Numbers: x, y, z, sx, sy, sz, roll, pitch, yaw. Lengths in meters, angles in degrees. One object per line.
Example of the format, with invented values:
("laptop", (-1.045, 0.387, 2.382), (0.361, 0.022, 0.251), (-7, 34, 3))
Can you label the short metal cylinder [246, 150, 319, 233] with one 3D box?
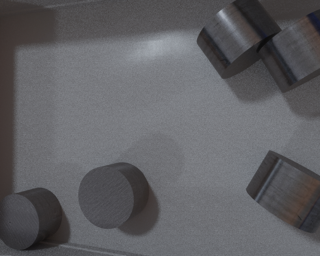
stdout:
("short metal cylinder", (0.141, 0.066, 0.331), (0.080, 0.080, 0.050), (31, 100, 17))

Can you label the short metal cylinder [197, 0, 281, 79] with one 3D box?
("short metal cylinder", (0.089, -0.100, 0.350), (0.080, 0.080, 0.050), (-36, 79, 16))

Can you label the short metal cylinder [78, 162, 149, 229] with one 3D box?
("short metal cylinder", (-0.061, 0.089, 0.419), (0.080, 0.050, 0.080), (0, 90, 20))

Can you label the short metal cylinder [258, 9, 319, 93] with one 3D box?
("short metal cylinder", (0.153, -0.079, 0.327), (0.080, 0.080, 0.050), (-31, 80, 17))

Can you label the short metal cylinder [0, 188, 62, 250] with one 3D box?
("short metal cylinder", (-0.197, 0.134, 0.467), (0.080, 0.050, 0.080), (0, 90, 20))
